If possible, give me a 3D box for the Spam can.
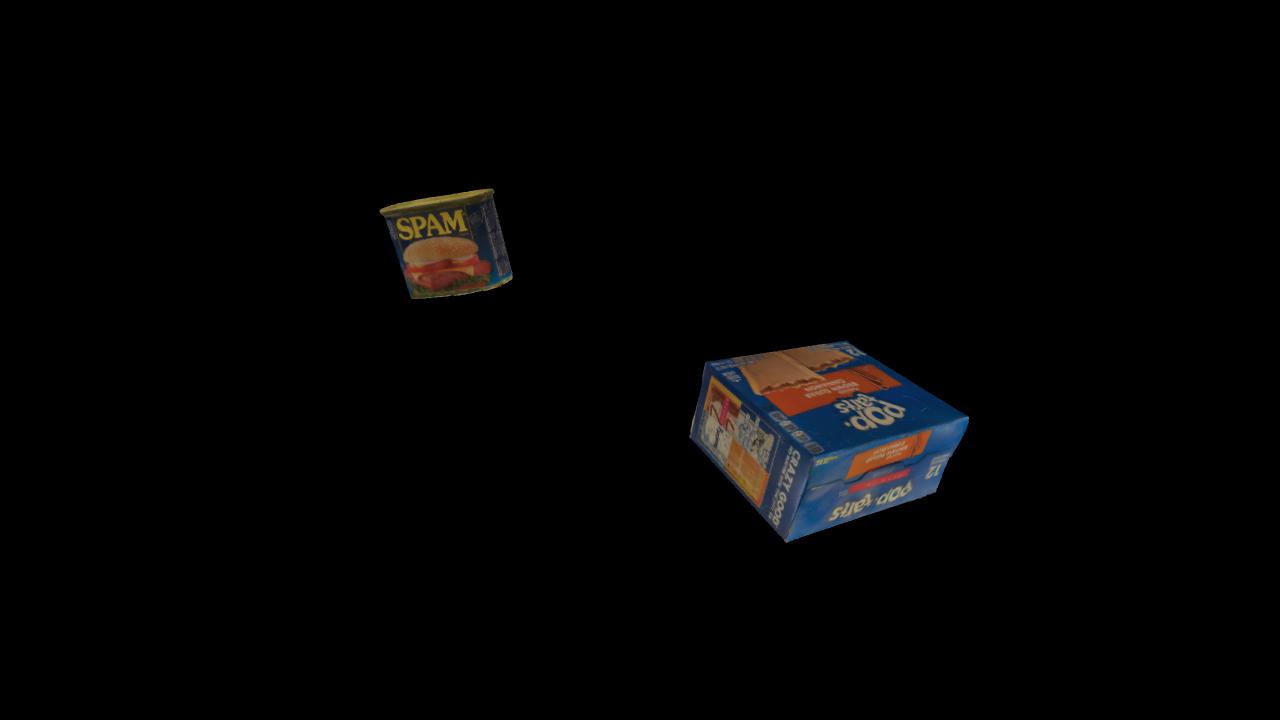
[{"bbox_3d":[-0.176,-0.107,0.569,0.101,0.085,0.058,-4,23,16],"label":"Spam can"}]

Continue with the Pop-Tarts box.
[{"bbox_3d":[0.153,0.057,0.519,0.167,0.083,0.141,-8,32,-26],"label":"Pop-Tarts box"}]
